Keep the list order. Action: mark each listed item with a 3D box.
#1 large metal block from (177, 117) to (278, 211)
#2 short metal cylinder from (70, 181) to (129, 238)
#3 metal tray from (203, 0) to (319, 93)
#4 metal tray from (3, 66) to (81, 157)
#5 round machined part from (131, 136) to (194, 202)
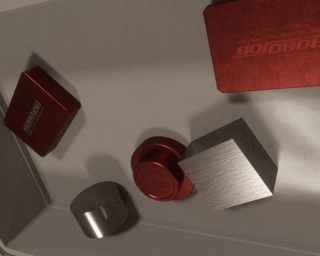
[{"bbox_3d":[0.083,0.046,0.377,0.080,0.050,0.080,-29,102,37],"label":"large metal block"},{"bbox_3d":[-0.097,0.131,0.503,0.080,0.080,0.050,-8,114,31],"label":"short metal cylinder"},{"bbox_3d":[0.114,-0.084,0.293,0.130,0.030,0.089,-2,118,28],"label":"metal tray"},{"bbox_3d":[-0.189,-0.022,0.489,0.090,0.030,0.129,42,129,-2],"label":"metal tray"},{"bbox_3d":[0.002,0.064,0.435,0.098,0.042,0.097,13,124,20],"label":"round machined part"}]
